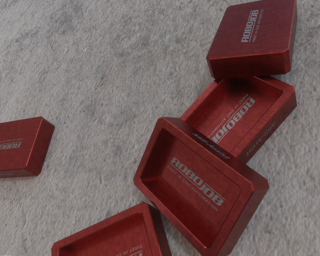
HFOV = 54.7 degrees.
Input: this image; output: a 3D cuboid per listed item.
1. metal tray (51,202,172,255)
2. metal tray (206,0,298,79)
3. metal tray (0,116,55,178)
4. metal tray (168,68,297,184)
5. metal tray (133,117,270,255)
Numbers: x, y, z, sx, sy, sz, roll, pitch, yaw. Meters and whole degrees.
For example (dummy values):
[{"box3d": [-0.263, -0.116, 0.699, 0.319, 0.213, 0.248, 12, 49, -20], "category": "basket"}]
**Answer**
[{"box3d": [-0.054, 0.148, 0.336, 0.130, 0.030, 0.090, -27, 53, 11], "category": "metal tray"}, {"box3d": [0.118, -0.115, 0.387, 0.090, 0.030, 0.130, 1, 46, 28], "category": "metal tray"}, {"box3d": [-0.242, 0.034, 0.504, 0.130, 0.030, 0.090, -7, 59, 24], "category": "metal tray"}, {"box3d": [0.082, -0.010, 0.363, 0.130, 0.030, 0.090, -47, 52, -6], "category": "metal tray"}, {"box3d": [0.033, 0.056, 0.320, 0.130, 0.030, 0.089, 38, 114, 38], "category": "metal tray"}]
